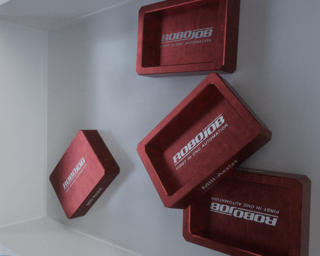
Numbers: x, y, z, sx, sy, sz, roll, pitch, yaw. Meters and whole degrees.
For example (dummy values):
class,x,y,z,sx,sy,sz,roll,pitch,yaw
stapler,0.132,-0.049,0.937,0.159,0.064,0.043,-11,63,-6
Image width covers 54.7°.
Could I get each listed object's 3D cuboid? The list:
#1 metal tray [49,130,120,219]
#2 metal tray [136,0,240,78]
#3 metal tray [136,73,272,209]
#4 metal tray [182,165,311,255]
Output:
class,x,y,z,sx,sy,sz,roll,pitch,yaw
metal tray,-0.128,0.076,0.510,0.129,0.030,0.090,-51,61,28
metal tray,0.029,-0.110,0.379,0.130,0.030,0.089,5,93,40
metal tray,0.041,0.015,0.338,0.130,0.030,0.090,-44,53,19
metal tray,0.086,0.089,0.332,0.130,0.030,0.089,3,92,40
